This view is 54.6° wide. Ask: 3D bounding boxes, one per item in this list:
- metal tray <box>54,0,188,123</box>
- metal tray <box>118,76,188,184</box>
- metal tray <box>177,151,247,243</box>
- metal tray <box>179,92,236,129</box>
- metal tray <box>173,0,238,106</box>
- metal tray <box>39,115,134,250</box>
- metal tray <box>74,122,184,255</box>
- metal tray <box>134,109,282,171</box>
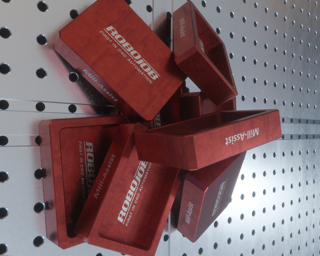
[{"bbox_3d":[-0.039,-0.077,0.351,0.130,0.030,0.090,44,63,-14],"label":"metal tray"},{"bbox_3d":[-0.003,0.000,0.402,0.091,0.030,0.129,-6,92,-41],"label":"metal tray"},{"bbox_3d":[0.068,0.087,0.418,0.091,0.030,0.129,-36,145,-34],"label":"metal tray"},{"bbox_3d":[0.074,-0.005,0.442,0.131,0.030,0.090,-8,96,-57],"label":"metal tray"},{"bbox_3d":[0.057,-0.101,0.408,0.090,0.030,0.130,40,33,-32],"label":"metal tray"},{"bbox_3d":[-0.078,0.053,0.340,0.091,0.030,0.129,-6,93,-40],"label":"metal tray"},{"bbox_3d":[-0.026,0.069,0.344,0.090,0.030,0.130,33,70,-35],"label":"metal tray"},{"bbox_3d":[0.051,0.007,0.324,0.131,0.090,0.030,-14,99,-35],"label":"metal tray"}]
